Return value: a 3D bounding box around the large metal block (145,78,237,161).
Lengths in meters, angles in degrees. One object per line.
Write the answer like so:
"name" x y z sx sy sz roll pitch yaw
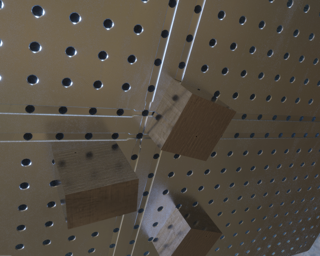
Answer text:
"large metal block" 0.040 -0.009 0.413 0.081 0.050 0.080 17 109 -35

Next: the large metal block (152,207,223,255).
"large metal block" 0.047 0.192 0.542 0.080 0.050 0.080 23 106 -37

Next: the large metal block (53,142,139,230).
"large metal block" -0.079 0.065 0.374 0.081 0.080 0.050 -9 122 -24
